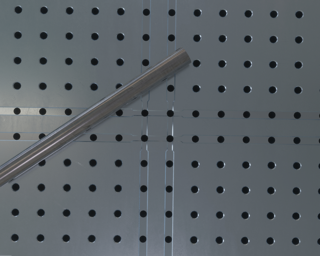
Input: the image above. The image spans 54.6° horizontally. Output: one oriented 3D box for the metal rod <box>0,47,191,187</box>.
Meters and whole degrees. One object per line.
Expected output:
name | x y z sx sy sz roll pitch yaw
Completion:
metal rod | -0.091 -0.015 0.412 0.301 0.025 0.025 -33 90 0
